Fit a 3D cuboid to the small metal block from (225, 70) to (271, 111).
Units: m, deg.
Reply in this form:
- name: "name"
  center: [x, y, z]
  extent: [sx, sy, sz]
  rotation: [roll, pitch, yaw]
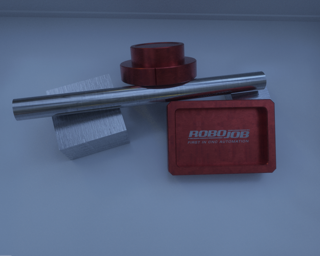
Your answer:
- name: "small metal block"
  center: [0.119, -0.048, 0.427]
  extent: [0.050, 0.025, 0.050]
  rotation: [-11, 71, -4]

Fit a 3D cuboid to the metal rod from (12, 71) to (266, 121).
- name: "metal rod"
  center: [-0.014, -0.041, 0.375]
  extent: [0.302, 0.025, 0.025]
  rotation: [-8, 70, -11]

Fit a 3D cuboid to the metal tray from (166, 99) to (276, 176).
- name: "metal tray"
  center: [0.074, 0.011, 0.387]
  extent: [0.131, 0.030, 0.089]
  rotation: [-1, 89, -2]

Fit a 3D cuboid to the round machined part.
- name: "round machined part"
  center: [-0.002, -0.086, 0.399]
  extent: [0.099, 0.098, 0.042]
  rotation: [-4, 111, -2]

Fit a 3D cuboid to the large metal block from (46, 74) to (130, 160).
- name: "large metal block"
  center: [-0.090, -0.013, 0.398]
  extent: [0.081, 0.050, 0.080]
  rotation: [-17, 71, -7]
